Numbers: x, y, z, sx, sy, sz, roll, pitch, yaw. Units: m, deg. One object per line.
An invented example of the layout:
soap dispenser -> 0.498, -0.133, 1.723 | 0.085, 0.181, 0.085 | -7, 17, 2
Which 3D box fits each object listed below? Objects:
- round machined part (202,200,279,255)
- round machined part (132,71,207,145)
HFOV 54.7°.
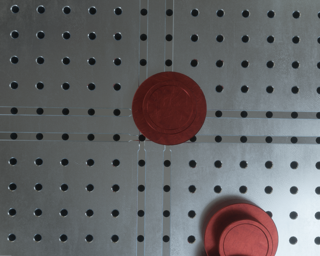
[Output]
round machined part -> 0.107, 0.147, 0.406 | 0.099, 0.042, 0.097 | 0, 90, -1
round machined part -> 0.012, -0.026, 0.405 | 0.099, 0.042, 0.097 | 0, 90, -1
